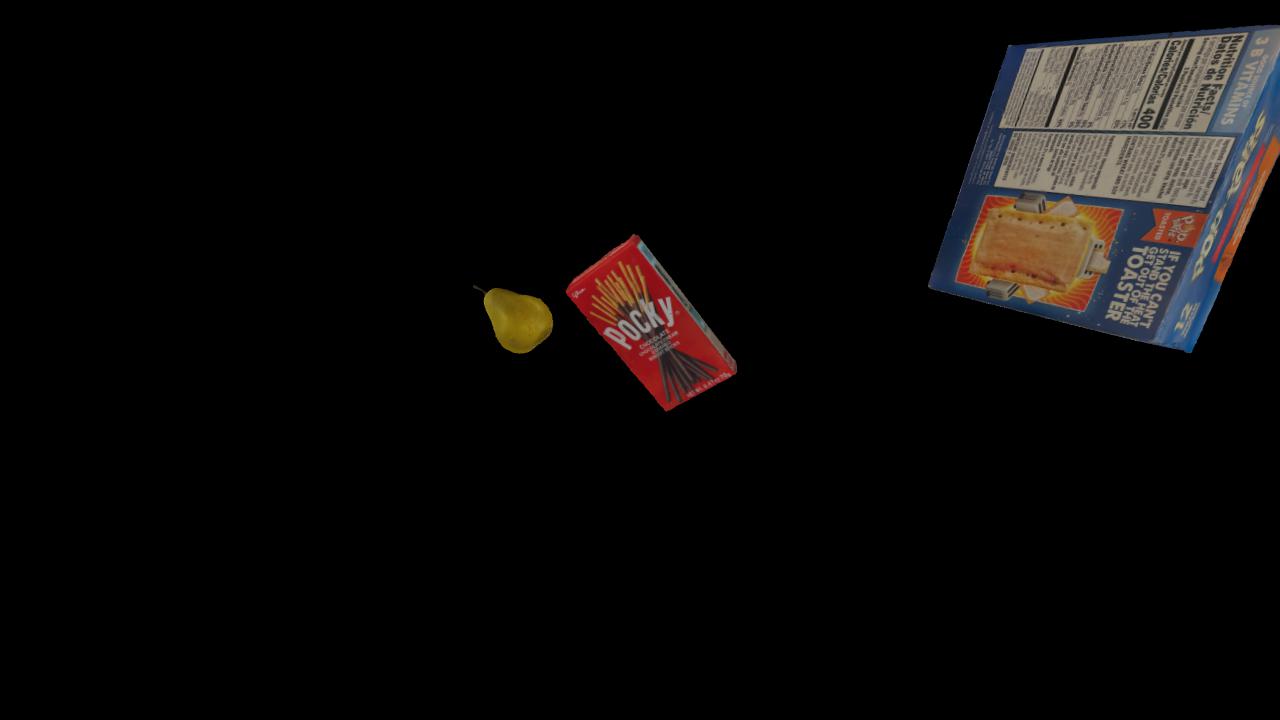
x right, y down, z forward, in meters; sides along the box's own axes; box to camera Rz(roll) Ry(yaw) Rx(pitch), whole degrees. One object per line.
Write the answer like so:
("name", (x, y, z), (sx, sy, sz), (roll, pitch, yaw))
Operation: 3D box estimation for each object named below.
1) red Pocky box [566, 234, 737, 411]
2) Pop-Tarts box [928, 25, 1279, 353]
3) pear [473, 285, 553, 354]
("red Pocky box", (0.011, -0.029, 0.561), (0.083, 0.155, 0.028), (-32, 18, 27))
("Pop-Tarts box", (0.293, -0.106, 0.395), (0.083, 0.167, 0.141), (2, 17, -36))
("pear", (-0.169, -0.064, 0.811), (0.080, 0.111, 0.080), (-42, 0, 0))
